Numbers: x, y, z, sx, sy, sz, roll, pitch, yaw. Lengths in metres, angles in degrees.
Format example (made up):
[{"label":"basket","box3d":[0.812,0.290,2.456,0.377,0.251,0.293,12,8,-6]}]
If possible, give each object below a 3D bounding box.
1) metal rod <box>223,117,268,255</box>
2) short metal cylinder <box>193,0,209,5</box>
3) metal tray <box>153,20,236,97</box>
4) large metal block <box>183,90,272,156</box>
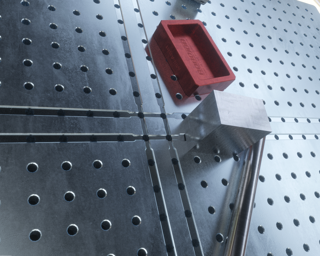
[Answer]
[{"label":"metal rod","box3d":[0.115,0.092,0.415,0.025,0.025,0.301,32,51,-8]},{"label":"short metal cylinder","box3d":[0.079,-0.285,0.592,0.050,0.080,0.080,22,54,-16]},{"label":"metal tray","box3d":[0.056,-0.119,0.509,0.091,0.030,0.130,-15,70,-34]},{"label":"large metal block","box3d":[0.089,-0.003,0.425,0.081,0.080,0.050,8,59,-25]}]
